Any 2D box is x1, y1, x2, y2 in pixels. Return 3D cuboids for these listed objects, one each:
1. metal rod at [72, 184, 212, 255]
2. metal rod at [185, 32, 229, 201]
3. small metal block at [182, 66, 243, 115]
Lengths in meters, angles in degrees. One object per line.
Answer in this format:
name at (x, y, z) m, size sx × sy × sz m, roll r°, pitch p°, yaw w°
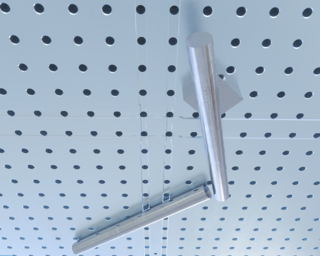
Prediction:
metal rod at (-0.044, 0.171, 0.556) m, size 0.300 × 0.025 × 0.025 m, roll -30°, pitch 124°, yaw 22°
metal rod at (0.068, 0.014, 0.394) m, size 0.025 × 0.025 × 0.299 m, roll -10°, pitch 139°, yaw 8°
small metal block at (0.063, -0.041, 0.377) m, size 0.050 × 0.025 × 0.050 m, roll 37°, pitch 121°, yaw -27°
